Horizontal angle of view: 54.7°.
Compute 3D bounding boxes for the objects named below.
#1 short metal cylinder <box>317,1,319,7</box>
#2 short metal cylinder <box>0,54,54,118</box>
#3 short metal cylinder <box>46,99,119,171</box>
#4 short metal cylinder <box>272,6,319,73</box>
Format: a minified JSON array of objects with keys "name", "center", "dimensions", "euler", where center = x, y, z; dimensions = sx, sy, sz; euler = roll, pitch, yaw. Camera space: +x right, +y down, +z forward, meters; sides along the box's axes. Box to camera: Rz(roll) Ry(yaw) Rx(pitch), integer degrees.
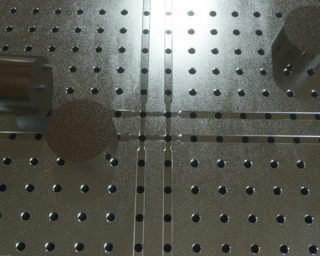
[{"name":"short metal cylinder","center":[0.285,-0.182,0.469],"dimensions":[0.081,0.050,0.080],"euler":[0,70,0]},{"name":"short metal cylinder","center":[-0.177,-0.054,0.400],"dimensions":[0.050,0.080,0.080],"euler":[3,70,1]},{"name":"short metal cylinder","center":[-0.096,0.010,0.394],"dimensions":[0.081,0.050,0.080],"euler":[0,70,0]},{"name":"short metal cylinder","center":[0.210,-0.127,0.447],"dimensions":[0.081,0.050,0.080],"euler":[0,70,-1]}]
